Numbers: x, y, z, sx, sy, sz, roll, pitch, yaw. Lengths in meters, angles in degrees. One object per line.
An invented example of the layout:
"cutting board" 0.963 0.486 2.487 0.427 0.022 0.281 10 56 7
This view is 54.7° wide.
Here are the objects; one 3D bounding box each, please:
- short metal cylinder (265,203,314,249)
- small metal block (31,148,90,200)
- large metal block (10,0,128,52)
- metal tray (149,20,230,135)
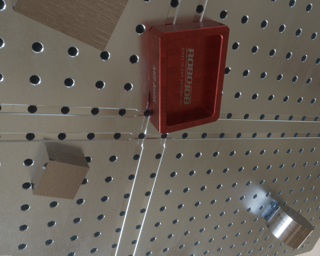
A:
"short metal cylinder" 0.271 0.205 0.650 0.080 0.080 0.050 21 107 -36
"small metal block" -0.122 0.057 0.380 0.050 0.025 0.050 18 109 -35
"large metal block" -0.075 -0.127 0.275 0.080 0.050 0.080 19 108 -36
"metal tray" 0.034 -0.062 0.388 0.091 0.030 0.129 -14 124 -21
